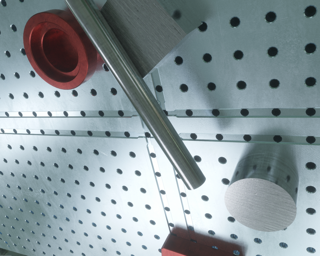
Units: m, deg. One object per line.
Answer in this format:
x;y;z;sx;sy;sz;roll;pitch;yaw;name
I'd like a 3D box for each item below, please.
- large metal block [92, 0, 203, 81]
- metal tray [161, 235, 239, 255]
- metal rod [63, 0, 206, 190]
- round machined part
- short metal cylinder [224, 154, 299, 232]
-0.016;-0.110;0.334;0.080;0.050;0.080;47;129;-6;large metal block
0.069;0.237;0.517;0.130;0.030;0.089;10;123;22;metal tray
-0.036;-0.057;0.328;0.025;0.025;0.299;-23;107;36;metal rod
-0.122;-0.102;0.399;0.098;0.042;0.097;13;124;20;round machined part
0.125;0.078;0.377;0.080;0.050;0.079;13;124;20;short metal cylinder
